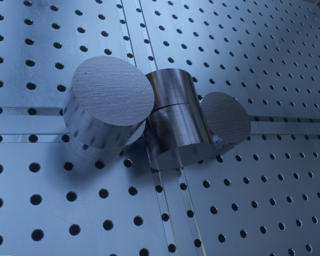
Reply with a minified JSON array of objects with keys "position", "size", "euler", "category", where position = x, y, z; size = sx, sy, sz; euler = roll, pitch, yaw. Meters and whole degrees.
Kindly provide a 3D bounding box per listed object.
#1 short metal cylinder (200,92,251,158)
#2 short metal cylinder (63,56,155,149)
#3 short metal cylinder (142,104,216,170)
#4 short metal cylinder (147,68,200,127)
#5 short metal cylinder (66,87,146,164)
[{"position":[0.079,-0.004,0.436],"size":[0.081,0.050,0.080],"euler":[14,56,-21],"category":"short metal cylinder"},{"position":[-0.053,-0.025,0.313],"size":[0.081,0.050,0.080],"euler":[14,56,-21],"category":"short metal cylinder"},{"position":[0.021,0.013,0.376],"size":[0.081,0.080,0.050],"euler":[-1,63,-29],"category":"short metal cylinder"},{"position":[0.009,-0.032,0.397],"size":[0.081,0.080,0.050],"euler":[1,62,-28],"category":"short metal cylinder"},{"position":[-0.063,-0.004,0.360],"size":[0.081,0.050,0.080],"euler":[14,56,-21],"category":"short metal cylinder"}]
